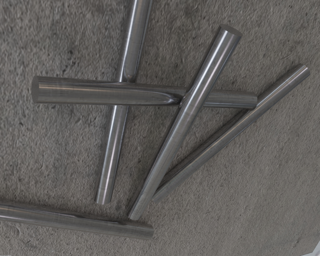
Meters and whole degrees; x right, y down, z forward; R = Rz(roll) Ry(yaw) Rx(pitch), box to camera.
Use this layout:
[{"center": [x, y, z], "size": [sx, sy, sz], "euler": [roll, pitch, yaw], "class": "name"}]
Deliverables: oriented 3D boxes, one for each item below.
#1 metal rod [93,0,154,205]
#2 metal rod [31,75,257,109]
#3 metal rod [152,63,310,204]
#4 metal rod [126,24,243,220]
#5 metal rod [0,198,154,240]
[{"center": [-0.044, -0.035, 0.360], "size": [0.025, 0.025, 0.298], "euler": [0, 118, -29], "class": "metal rod"}, {"center": [0.011, -0.037, 0.364], "size": [0.302, 0.025, 0.025], "euler": [-2, 120, -37], "class": "metal rod"}, {"center": [0.103, 0.008, 0.467], "size": [0.300, 0.025, 0.025], "euler": [-40, 129, -1], "class": "metal rod"}, {"center": [0.015, 0.016, 0.383], "size": [0.025, 0.025, 0.298], "euler": [3, 130, -30], "class": "metal rod"}, {"center": [-0.129, 0.120, 0.410], "size": [0.302, 0.025, 0.025], "euler": [23, 106, -37], "class": "metal rod"}]
